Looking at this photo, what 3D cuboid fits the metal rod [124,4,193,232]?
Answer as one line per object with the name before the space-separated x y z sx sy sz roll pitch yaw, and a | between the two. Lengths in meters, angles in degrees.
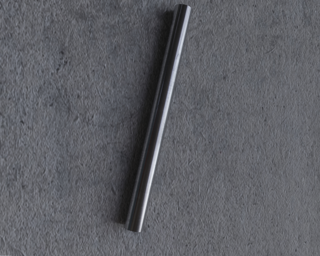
metal rod | -0.001 -0.016 0.408 0.025 0.025 0.299 14 85 -20
